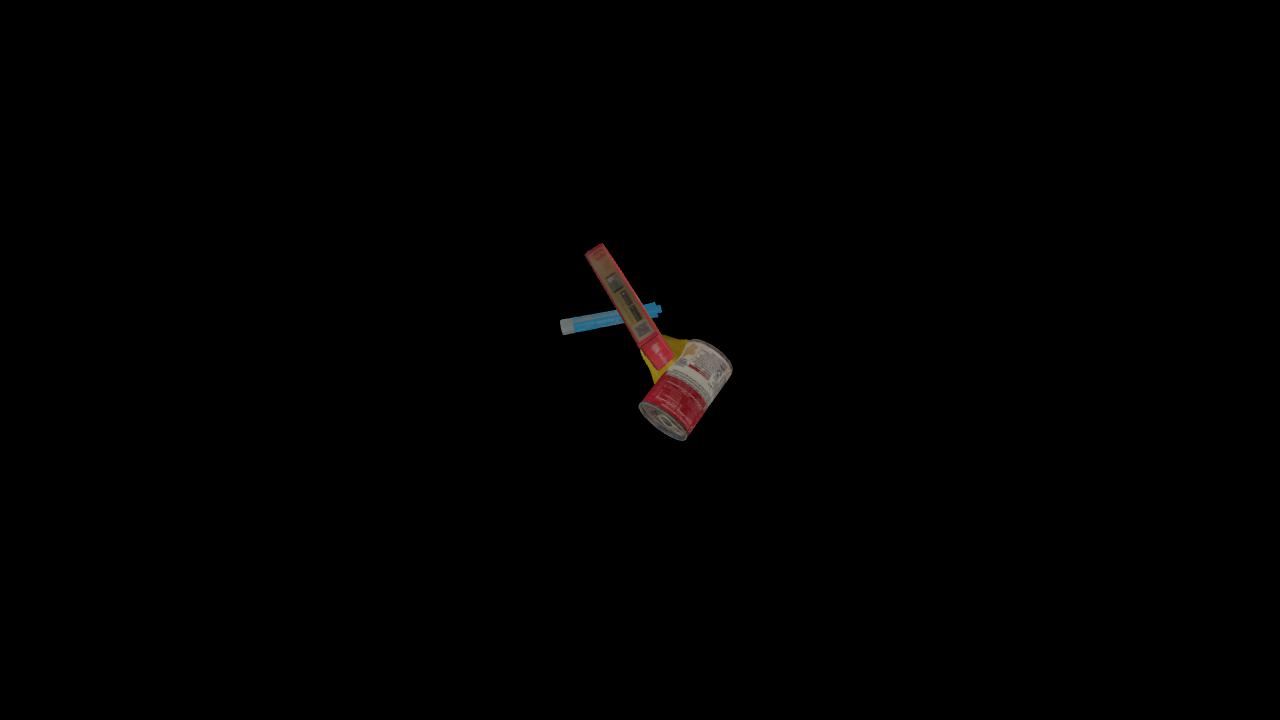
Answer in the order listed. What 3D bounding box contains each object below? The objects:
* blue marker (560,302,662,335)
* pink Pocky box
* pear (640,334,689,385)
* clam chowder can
[{"bbox_3d":[-0.034,-0.050,0.731,0.121,0.020,0.020,-11,0,-1],"label":"blue marker"},{"bbox_3d":[-0.010,-0.061,0.733,0.029,0.155,0.084,-32,-30,4],"label":"pink Pocky box"},{"bbox_3d":[0.034,-0.002,0.744,0.111,0.080,0.080,45,1,-1],"label":"pear"},{"bbox_3d":[0.055,0.034,0.718,0.068,0.102,0.068,33,-20,14],"label":"clam chowder can"}]
